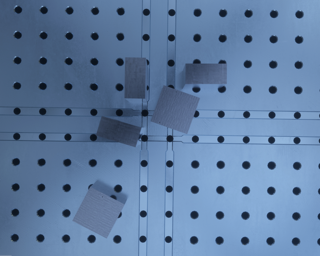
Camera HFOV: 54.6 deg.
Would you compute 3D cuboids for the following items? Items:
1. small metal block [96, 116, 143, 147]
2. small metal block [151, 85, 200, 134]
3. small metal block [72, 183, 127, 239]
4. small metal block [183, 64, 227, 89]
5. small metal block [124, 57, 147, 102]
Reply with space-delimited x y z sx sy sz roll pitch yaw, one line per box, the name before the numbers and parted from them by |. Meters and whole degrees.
small metal block | -0.050 0.004 0.401 0.050 0.050 0.025 16 90 0
small metal block | 0.020 -0.024 0.413 0.050 0.025 0.050 20 90 0
small metal block | -0.079 0.109 0.413 0.050 0.025 0.050 28 90 0
small metal block | 0.056 -0.066 0.401 0.050 0.050 0.025 0 90 0
small metal block | -0.030 -0.061 0.401 0.025 0.050 0.050 1 90 0
